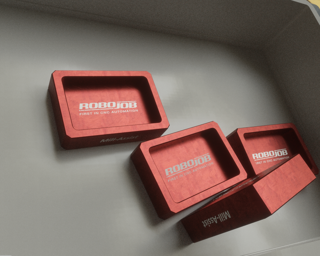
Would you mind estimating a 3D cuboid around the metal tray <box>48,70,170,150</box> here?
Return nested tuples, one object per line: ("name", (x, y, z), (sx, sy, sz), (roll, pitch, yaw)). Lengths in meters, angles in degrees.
("metal tray", (-0.062, -0.026, 0.384), (0.131, 0.030, 0.090), (-6, 65, -31))

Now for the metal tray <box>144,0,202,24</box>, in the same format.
("metal tray", (0.011, -0.251, 0.563), (0.091, 0.030, 0.130), (-6, 65, -31))

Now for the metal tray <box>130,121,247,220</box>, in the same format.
("metal tray", (0.039, 0.048, 0.393), (0.131, 0.030, 0.090), (-16, 70, -34))

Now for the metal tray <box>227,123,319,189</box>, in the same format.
("metal tray", (0.170, 0.042, 0.467), (0.131, 0.030, 0.090), (-5, 64, -31))

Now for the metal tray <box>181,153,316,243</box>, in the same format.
("metal tray", (0.091, 0.079, 0.339), (0.091, 0.129, 0.030), (-21, 73, -36))
